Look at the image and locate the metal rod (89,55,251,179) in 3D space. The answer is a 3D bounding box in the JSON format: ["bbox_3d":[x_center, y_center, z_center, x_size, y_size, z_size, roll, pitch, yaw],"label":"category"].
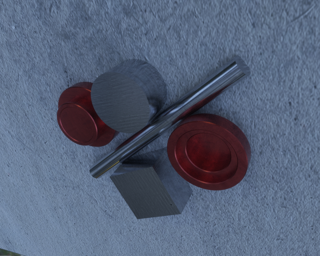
[{"bbox_3d":[-0.009,0.003,0.416,0.025,0.025,0.299,49,128,-7],"label":"metal rod"}]

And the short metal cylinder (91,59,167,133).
[{"bbox_3d":[-0.038,-0.040,0.387,0.080,0.050,0.079,13,124,21],"label":"short metal cylinder"}]

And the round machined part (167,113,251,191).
[{"bbox_3d":[0.062,0.025,0.380,0.098,0.042,0.097,13,124,21],"label":"round machined part"}]

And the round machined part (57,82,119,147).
[{"bbox_3d":[-0.107,-0.013,0.445,0.098,0.042,0.097,13,124,21],"label":"round machined part"}]

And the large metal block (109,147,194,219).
[{"bbox_3d":[-0.011,0.081,0.449,0.080,0.050,0.080,-18,109,35],"label":"large metal block"}]
